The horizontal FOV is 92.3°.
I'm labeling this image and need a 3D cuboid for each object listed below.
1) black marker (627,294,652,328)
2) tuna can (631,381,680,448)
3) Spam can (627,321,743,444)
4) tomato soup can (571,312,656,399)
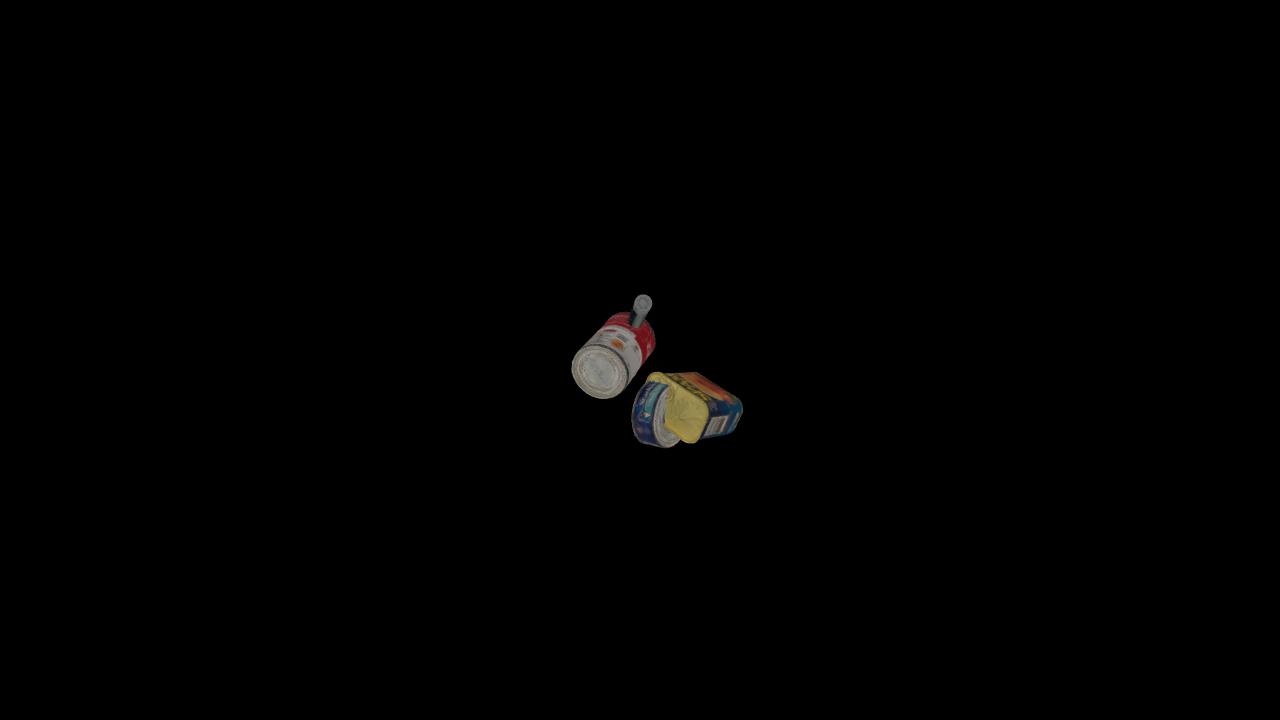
[{"bbox_3d":[-0.004,-0.047,0.696,0.020,0.020,0.121,0,-12,-8],"label":"black marker"},{"bbox_3d":[0.028,0.067,0.763,0.034,0.084,0.084,8,5,38],"label":"tuna can"},{"bbox_3d":[0.065,0.056,0.766,0.101,0.058,0.085,35,21,35],"label":"Spam can"},{"bbox_3d":[-0.029,-0.007,0.703,0.068,0.068,0.101,0,24,20],"label":"tomato soup can"}]
